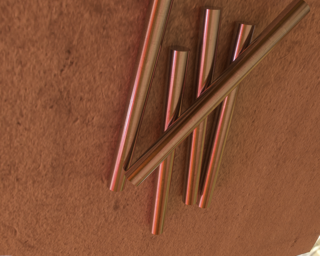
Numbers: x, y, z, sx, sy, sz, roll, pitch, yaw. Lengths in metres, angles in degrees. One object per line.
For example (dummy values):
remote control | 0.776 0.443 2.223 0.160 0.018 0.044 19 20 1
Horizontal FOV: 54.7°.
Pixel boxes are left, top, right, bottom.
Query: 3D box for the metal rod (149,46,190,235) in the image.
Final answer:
metal rod | 0.009 0.036 0.435 0.025 0.025 0.298 -8 122 -25

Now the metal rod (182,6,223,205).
metal rod | 0.054 -0.010 0.431 0.025 0.025 0.298 -12 124 -23

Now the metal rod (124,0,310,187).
metal rod | 0.068 -0.042 0.386 0.300 0.025 0.025 -46 130 3

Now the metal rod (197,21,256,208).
metal rod | 0.090 -0.001 0.457 0.025 0.025 0.298 -8 122 -25

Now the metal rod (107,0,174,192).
metal rod | -0.023 -0.051 0.363 0.025 0.025 0.298 2 118 -30
